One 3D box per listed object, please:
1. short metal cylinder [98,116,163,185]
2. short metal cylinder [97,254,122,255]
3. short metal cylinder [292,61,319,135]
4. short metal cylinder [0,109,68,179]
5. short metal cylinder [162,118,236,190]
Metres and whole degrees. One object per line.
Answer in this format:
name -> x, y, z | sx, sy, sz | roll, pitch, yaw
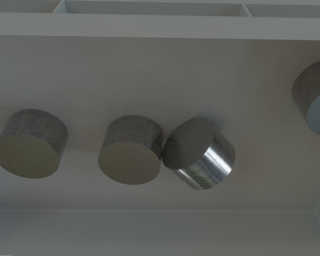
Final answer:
short metal cylinder -> -0.037, 0.031, 0.414 | 0.080, 0.050, 0.079 | 3, 130, 3
short metal cylinder -> -0.108, 0.301, 0.631 | 0.050, 0.080, 0.079 | 7, 130, -6
short metal cylinder -> 0.205, -0.036, 0.365 | 0.081, 0.050, 0.079 | 0, 130, 0
short metal cylinder -> -0.168, 0.022, 0.409 | 0.081, 0.050, 0.079 | 0, 130, 0
short metal cylinder -> 0.049, 0.033, 0.402 | 0.080, 0.080, 0.050 | -31, 124, 23
